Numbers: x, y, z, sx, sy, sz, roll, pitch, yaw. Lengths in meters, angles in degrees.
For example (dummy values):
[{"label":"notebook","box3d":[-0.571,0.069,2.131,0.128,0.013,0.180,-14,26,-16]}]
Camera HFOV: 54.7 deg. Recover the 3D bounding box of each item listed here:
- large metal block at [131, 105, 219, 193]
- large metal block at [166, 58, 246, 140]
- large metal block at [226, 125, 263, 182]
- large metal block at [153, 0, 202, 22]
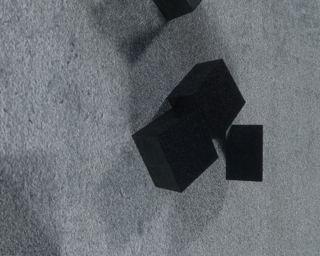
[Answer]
[{"label":"large metal block","box3d":[0.022,0.025,0.407,0.081,0.050,0.080,-36,112,-34]},{"label":"large metal block","box3d":[0.069,-0.040,0.445,0.080,0.050,0.080,-51,120,-28]},{"label":"large metal block","box3d":[0.132,0.035,0.476,0.080,0.050,0.079,-1,91,-71]},{"label":"large metal block","box3d":[0.024,-0.203,0.407,0.080,0.050,0.080,49,61,-29]}]
